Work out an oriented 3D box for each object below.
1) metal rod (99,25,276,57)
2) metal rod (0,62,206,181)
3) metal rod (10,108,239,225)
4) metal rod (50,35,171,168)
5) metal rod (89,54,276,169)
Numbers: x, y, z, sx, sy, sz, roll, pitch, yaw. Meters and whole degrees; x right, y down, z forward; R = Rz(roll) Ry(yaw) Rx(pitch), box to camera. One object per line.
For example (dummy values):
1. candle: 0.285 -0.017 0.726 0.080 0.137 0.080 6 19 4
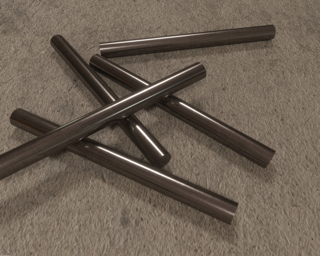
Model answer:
1. metal rod: 0.050 -0.149 0.528 0.302 0.025 0.025 -8 51 -8
2. metal rod: -0.065 -0.015 0.380 0.302 0.025 0.025 -29 56 -22
3. metal rod: -0.056 0.038 0.370 0.301 0.025 0.025 21 53 16
4. metal rod: -0.085 -0.053 0.446 0.025 0.025 0.300 -29 56 -22
5. metal rod: 0.015 -0.034 0.431 0.300 0.025 0.025 31 57 23
